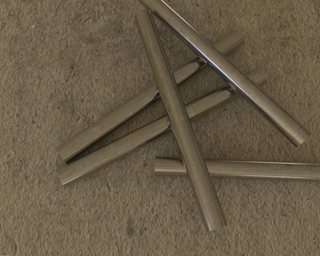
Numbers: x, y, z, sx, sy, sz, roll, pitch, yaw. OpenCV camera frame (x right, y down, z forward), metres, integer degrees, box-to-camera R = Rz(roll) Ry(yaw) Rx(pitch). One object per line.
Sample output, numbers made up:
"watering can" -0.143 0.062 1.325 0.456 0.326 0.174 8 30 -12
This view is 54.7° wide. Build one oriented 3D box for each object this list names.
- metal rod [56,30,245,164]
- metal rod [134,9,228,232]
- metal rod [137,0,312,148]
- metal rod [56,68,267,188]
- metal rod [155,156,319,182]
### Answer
"metal rod" -0.004 -0.049 0.425 0.301 0.025 0.025 -35 74 -12
"metal rod" 0.019 -0.024 0.389 0.025 0.025 0.299 -16 71 -6
"metal rod" 0.075 -0.090 0.413 0.025 0.025 0.300 -40 75 -13
"metal rod" 0.010 -0.005 0.409 0.302 0.025 0.025 -27 73 -10
"metal rod" 0.145 0.054 0.389 0.302 0.025 0.025 2 70 0
